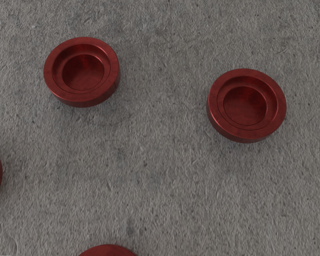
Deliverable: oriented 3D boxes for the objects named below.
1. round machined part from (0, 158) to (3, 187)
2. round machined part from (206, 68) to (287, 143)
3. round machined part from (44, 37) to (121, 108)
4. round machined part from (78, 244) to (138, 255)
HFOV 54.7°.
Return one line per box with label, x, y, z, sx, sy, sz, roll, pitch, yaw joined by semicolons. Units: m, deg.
round machined part;-0.240;0.062;0.375;0.099;0.042;0.098;0;70;0
round machined part;0.110;-0.026;0.409;0.099;0.042;0.098;0;70;0
round machined part;-0.103;-0.072;0.424;0.099;0.042;0.098;0;70;0
round machined part;-0.059;0.178;0.334;0.099;0.042;0.098;0;70;0
